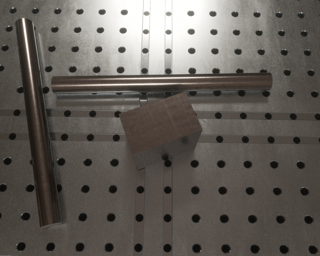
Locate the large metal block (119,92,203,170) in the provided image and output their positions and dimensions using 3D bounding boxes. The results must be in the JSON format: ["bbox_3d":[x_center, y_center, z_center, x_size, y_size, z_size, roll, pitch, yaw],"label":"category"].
[{"bbox_3d":[0.000,0.007,0.380,0.081,0.080,0.050,-20,72,-7],"label":"large metal block"}]

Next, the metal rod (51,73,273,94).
[{"bbox_3d":[0.004,-0.063,0.434,0.302,0.025,0.025,-1,70,-1],"label":"metal rod"}]

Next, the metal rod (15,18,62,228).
[{"bbox_3d":[-0.167,-0.020,0.417,0.025,0.025,0.299,-14,71,-5],"label":"metal rod"}]
